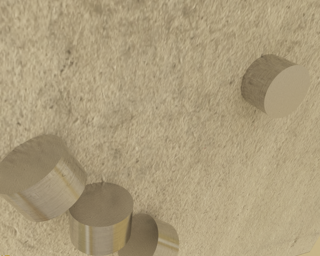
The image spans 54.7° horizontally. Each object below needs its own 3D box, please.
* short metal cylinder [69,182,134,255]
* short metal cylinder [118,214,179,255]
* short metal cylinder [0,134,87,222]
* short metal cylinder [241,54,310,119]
[{"bbox_3d":[-0.076,0.116,0.403,0.081,0.080,0.050,-8,122,-25],"label":"short metal cylinder"},{"bbox_3d":[-0.018,0.178,0.473,0.080,0.080,0.050,-48,129,6],"label":"short metal cylinder"},{"bbox_3d":[-0.128,0.053,0.335,0.080,0.080,0.050,-31,129,-9],"label":"short metal cylinder"},{"bbox_3d":[0.166,-0.060,0.446,0.081,0.050,0.079,-14,125,-21],"label":"short metal cylinder"}]
